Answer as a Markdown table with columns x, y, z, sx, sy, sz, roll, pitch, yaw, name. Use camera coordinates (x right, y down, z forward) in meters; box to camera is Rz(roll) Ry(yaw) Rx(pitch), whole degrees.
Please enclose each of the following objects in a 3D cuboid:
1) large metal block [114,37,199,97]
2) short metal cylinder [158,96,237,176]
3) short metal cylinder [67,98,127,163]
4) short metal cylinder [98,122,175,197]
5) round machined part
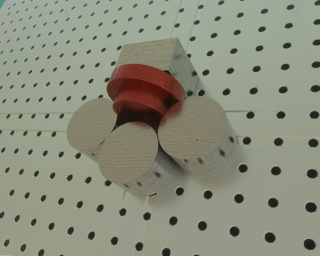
| x | y | z | sx | sy | sz | roll | pitch | yaw | name |
| --- | --- | --- | --- | --- | --- | --- | --- | --- | --- |
| -0.003 | -0.071 | 0.417 | 0.080 | 0.080 | 0.050 | 1 | 62 | 28 | large metal block |
| 0.045 | 0.010 | 0.363 | 0.080 | 0.050 | 0.080 | -13 | 56 | 21 | short metal cylinder |
| -0.081 | 0.005 | 0.432 | 0.080 | 0.050 | 0.080 | -13 | 56 | 21 | short metal cylinder |
| -0.028 | 0.039 | 0.384 | 0.080 | 0.050 | 0.080 | -13 | 56 | 21 | short metal cylinder |
| -0.021 | -0.034 | 0.391 | 0.098 | 0.098 | 0.042 | 2 | 62 | 29 | round machined part |
